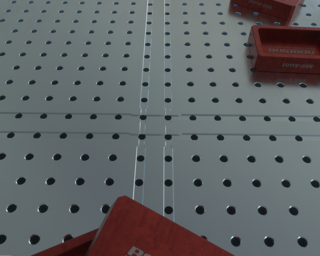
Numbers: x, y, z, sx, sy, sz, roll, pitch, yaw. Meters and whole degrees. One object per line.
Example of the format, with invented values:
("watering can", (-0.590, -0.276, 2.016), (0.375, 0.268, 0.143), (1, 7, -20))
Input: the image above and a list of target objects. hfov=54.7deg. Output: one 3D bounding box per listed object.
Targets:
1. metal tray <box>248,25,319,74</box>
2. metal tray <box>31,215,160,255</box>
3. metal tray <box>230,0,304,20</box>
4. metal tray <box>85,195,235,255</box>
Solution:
("metal tray", (0.221, -0.133, 0.518), (0.131, 0.030, 0.090), (3, 50, 2))
("metal tray", (-0.059, 0.144, 0.282), (0.131, 0.030, 0.090), (-19, 53, -16))
("metal tray", (0.224, -0.273, 0.637), (0.130, 0.030, 0.090), (27, 55, 21))
("metal tray", (0.001, 0.128, 0.262), (0.130, 0.030, 0.090), (30, 49, -5))
